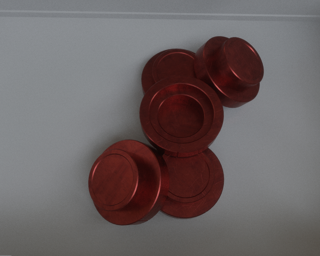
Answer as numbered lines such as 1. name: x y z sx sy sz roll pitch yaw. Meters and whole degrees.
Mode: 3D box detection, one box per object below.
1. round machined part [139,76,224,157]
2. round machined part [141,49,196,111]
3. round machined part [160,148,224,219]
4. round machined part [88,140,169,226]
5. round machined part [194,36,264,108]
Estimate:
1. round machined part: 0.025 -0.011 0.380 0.099 0.042 0.098 0 70 -1
2. round machined part: 0.024 -0.068 0.424 0.099 0.042 0.098 0 70 -1
3. round machined part: 0.029 0.059 0.377 0.099 0.042 0.098 0 70 -1
4. round machined part: -0.042 0.061 0.354 0.098 0.042 0.098 -9 72 28
5. round machined part: 0.097 -0.079 0.406 0.099 0.042 0.098 13 64 -28
